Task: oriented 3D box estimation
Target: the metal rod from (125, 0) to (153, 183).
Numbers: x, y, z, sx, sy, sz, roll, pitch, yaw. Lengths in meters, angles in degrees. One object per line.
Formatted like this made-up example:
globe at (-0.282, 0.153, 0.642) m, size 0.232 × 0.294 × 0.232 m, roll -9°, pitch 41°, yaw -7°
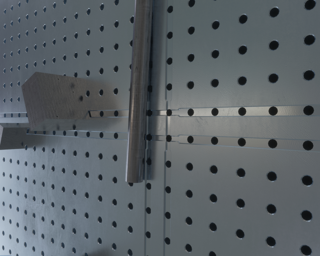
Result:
metal rod at (-0.028, -0.074, 0.432) m, size 0.025 × 0.025 × 0.298 m, roll 6°, pitch 94°, yaw 40°

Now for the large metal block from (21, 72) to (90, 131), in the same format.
large metal block at (-0.173, -0.041, 0.516) m, size 0.050 × 0.081 × 0.080 m, roll -28°, pitch 73°, yaw 36°

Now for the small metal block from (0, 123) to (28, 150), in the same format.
small metal block at (-0.313, 0.017, 0.651) m, size 0.025 × 0.050 × 0.050 m, roll 28°, pitch 108°, yaw 36°
